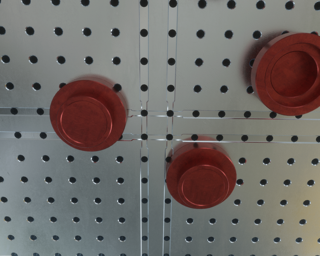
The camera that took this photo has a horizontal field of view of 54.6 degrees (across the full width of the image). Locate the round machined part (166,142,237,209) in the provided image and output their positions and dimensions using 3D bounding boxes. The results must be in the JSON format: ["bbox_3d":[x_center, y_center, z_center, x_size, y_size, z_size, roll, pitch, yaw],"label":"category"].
[{"bbox_3d":[0.058,0.072,0.431,0.099,0.042,0.097,0,110,0],"label":"round machined part"}]

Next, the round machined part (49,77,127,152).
[{"bbox_3d":[-0.093,-0.013,0.399,0.099,0.042,0.097,0,110,0],"label":"round machined part"}]

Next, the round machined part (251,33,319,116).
[{"bbox_3d":[0.161,-0.067,0.381,0.099,0.042,0.097,0,110,0],"label":"round machined part"}]
